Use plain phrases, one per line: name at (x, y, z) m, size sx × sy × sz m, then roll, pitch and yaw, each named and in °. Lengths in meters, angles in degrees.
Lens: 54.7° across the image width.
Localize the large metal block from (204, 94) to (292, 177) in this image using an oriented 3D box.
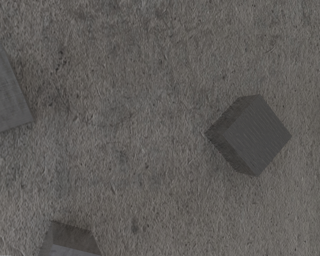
large metal block at (0.125, 0.010, 0.442) m, size 0.080 × 0.050 × 0.080 m, roll -45°, pitch 104°, yaw -14°

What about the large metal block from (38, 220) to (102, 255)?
large metal block at (-0.109, 0.158, 0.340) m, size 0.050 × 0.080 × 0.080 m, roll 23°, pitch 83°, yaw -19°

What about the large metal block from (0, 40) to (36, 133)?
large metal block at (-0.169, -0.036, 0.317) m, size 0.050 × 0.080 × 0.080 m, roll -22°, pitch 98°, yaw -19°
